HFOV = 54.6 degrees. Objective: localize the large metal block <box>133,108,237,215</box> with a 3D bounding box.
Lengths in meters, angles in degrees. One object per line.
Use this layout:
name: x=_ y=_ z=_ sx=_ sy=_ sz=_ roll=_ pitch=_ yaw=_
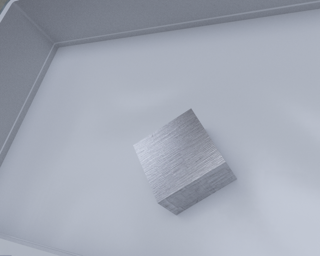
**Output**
large metal block: x=0.027 y=0.038 z=0.353 sx=0.080 sy=0.050 sz=0.080 roll=-33 pitch=51 yaw=7
